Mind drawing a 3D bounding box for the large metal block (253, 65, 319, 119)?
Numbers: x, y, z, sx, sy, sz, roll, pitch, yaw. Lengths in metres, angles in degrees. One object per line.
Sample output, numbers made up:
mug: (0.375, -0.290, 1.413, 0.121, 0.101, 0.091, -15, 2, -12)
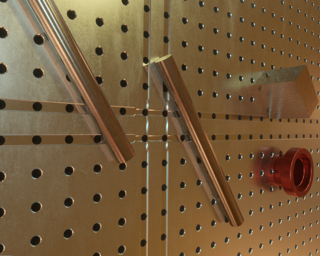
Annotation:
large metal block: (0.233, -0.064, 0.572, 0.050, 0.080, 0.080, -48, 119, -30)

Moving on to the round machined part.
round machined part: (0.269, 0.088, 0.628, 0.099, 0.042, 0.097, 0, 90, -40)

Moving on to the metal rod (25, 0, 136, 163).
metal rod: (-0.102, -0.090, 0.324, 0.025, 0.025, 0.299, -40, 115, -33)

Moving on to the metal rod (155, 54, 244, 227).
metal rod: (0.067, 0.032, 0.467, 0.025, 0.025, 0.299, -41, 115, -33)
